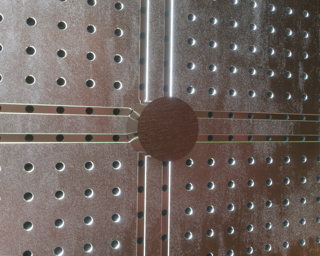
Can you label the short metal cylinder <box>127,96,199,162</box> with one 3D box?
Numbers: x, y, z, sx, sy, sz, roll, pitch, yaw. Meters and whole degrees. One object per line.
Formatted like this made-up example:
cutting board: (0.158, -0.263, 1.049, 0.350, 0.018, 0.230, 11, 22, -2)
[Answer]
short metal cylinder: (0.003, 0.001, 0.401, 0.081, 0.050, 0.079, 0, 90, -21)
